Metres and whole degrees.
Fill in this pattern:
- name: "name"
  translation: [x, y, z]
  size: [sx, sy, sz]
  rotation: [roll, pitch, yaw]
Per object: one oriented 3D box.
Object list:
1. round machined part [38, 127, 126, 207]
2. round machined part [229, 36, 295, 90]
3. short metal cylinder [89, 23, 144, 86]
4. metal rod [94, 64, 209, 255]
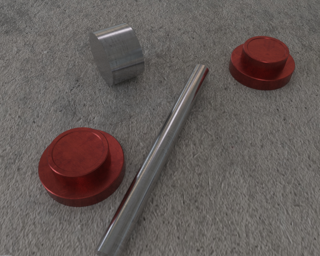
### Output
- name: "round machined part"
  translation: [-0.091, 0.037, 0.360]
  size: [0.099, 0.042, 0.098]
  rotation: [0, 50, 0]
- name: "round machined part"
  translation: [0.161, -0.107, 0.483]
  size: [0.099, 0.042, 0.098]
  rotation: [0, 50, 0]
- name: "short metal cylinder"
  translation: [-0.064, -0.108, 0.458]
  size: [0.050, 0.080, 0.080]
  rotation: [-24, 54, -19]
- name: "metal rod"
  translation: [0.006, 0.018, 0.387]
  size: [0.025, 0.025, 0.301]
  rotation: [18, 52, 14]
